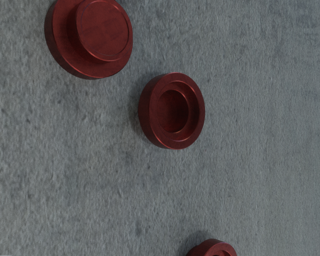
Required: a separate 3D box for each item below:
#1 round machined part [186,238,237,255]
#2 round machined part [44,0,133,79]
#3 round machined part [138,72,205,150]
[{"bbox_3d":[0.069,0.212,0.455,0.099,0.042,0.097,0,90,-40],"label":"round machined part"},{"bbox_3d":[-0.069,-0.103,0.337,0.099,0.042,0.097,0,90,-40],"label":"round machined part"},{"bbox_3d":[0.011,-0.022,0.405,0.099,0.042,0.097,0,90,-40],"label":"round machined part"}]
